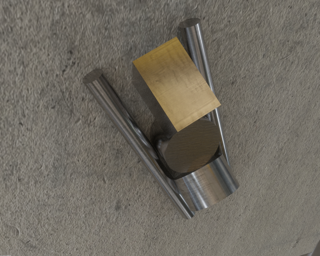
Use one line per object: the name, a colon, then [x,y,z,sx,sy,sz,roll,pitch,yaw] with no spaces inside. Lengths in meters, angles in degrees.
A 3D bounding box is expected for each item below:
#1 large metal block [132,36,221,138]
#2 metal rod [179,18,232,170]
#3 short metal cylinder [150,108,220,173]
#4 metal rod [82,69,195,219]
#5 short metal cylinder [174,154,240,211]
large metal block: [0.013,-0.038,0.336,0.050,0.080,0.080,-32,87,-8]
metal rod: [0.076,-0.009,0.443,0.025,0.025,0.299,-29,128,-10]
short metal cylinder: [0.033,0.013,0.418,0.081,0.050,0.079,-14,124,-21]
metal rod: [-0.012,0.043,0.428,0.025,0.025,0.299,-35,129,-5]
short metal cylinder: [0.067,0.078,0.450,0.080,0.080,0.050,-28,86,-11]
